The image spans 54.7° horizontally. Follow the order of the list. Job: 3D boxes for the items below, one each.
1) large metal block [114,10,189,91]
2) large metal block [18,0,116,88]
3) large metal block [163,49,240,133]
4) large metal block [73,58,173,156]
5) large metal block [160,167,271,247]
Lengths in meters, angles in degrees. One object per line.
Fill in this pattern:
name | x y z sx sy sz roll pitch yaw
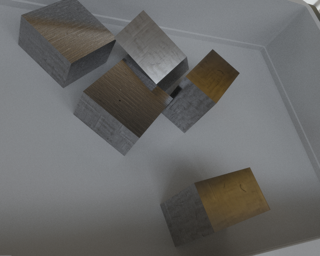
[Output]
large metal block | -0.008 -0.099 0.420 0.050 0.080 0.080 -42 85 5
large metal block | -0.117 -0.111 0.395 0.080 0.050 0.080 44 51 2
large metal block | 0.054 -0.051 0.432 0.050 0.080 0.080 42 51 0
large metal block | -0.044 -0.027 0.383 0.080 0.050 0.080 40 51 -2
large metal block | 0.059 0.089 0.349 0.081 0.080 0.050 -8 66 -32
